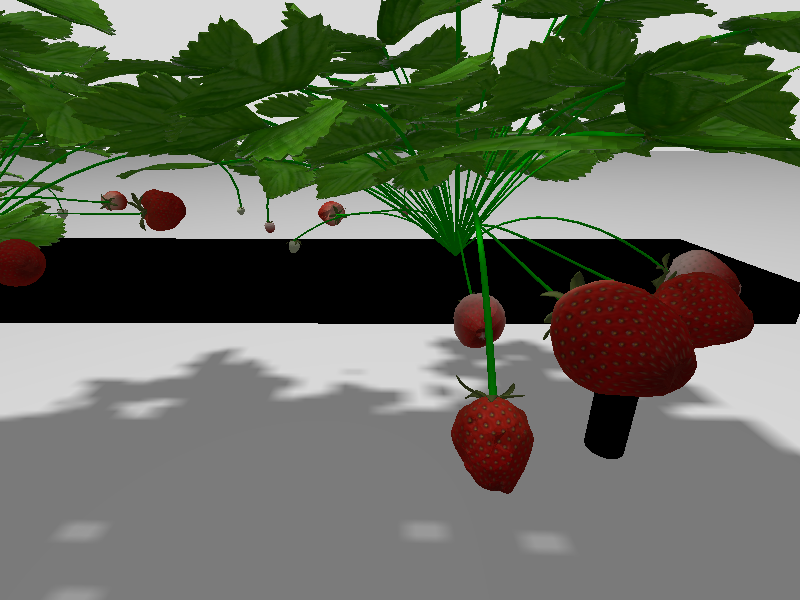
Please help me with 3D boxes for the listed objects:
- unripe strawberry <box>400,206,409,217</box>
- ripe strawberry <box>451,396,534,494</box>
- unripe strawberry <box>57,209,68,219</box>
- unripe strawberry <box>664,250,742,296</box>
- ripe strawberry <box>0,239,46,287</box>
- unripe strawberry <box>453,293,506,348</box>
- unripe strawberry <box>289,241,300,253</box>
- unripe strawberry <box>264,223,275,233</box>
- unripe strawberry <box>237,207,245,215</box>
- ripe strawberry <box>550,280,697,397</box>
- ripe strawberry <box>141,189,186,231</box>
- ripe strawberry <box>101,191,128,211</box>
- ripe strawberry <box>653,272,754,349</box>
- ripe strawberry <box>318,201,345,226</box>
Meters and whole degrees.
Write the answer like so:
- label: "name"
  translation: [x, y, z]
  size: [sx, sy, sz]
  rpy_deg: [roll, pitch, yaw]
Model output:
- label: "unripe strawberry"
  translation: [0.006, -0.116, 0.522]
  size: [0.013, 0.014, 0.015]
  rpy_deg: [-5, 23, -13]
- label: "ripe strawberry"
  translation: [0.028, 0.043, 0.120]
  size: [0.024, 0.027, 0.028]
  rpy_deg: [2, -19, 5]
- label: "unripe strawberry"
  translation: [-0.411, -0.104, 0.488]
  size: [0.010, 0.011, 0.011]
  rpy_deg: [-2, 22, -4]
- label: "unripe strawberry"
  translation: [0.186, -0.011, 0.245]
  size: [0.038, 0.037, 0.035]
  rpy_deg: [19, 29, 37]
- label: "ripe strawberry"
  translation: [-0.269, -0.025, 0.283]
  size: [0.035, 0.034, 0.032]
  rpy_deg: [16, 27, 27]
- label: "unripe strawberry"
  translation: [0.040, 0.012, 0.200]
  size: [0.026, 0.028, 0.028]
  rpy_deg: [1, 23, 3]
- label: "unripe strawberry"
  translation: [-0.098, -0.049, 0.370]
  size: [0.010, 0.012, 0.012]
  rpy_deg: [13, 22, -1]
- label: "unripe strawberry"
  translation: [-0.141, -0.078, 0.435]
  size: [0.011, 0.011, 0.011]
  rpy_deg: [9, 24, 22]
- label: "unripe strawberry"
  translation: [-0.209, -0.116, 0.526]
  size: [0.010, 0.010, 0.011]
  rpy_deg: [-20, 29, -40]
- label: "ripe strawberry"
  translation: [0.088, 0.016, 0.159]
  size: [0.052, 0.045, 0.052]
  rpy_deg: [-4, 23, -10]
- label: "ripe strawberry"
  translation: [-0.264, -0.101, 0.450]
  size: [0.044, 0.046, 0.040]
  rpy_deg: [-16, 27, -35]
- label: "ripe strawberry"
  translation: [-0.409, -0.143, 0.576]
  size: [0.032, 0.028, 0.033]
  rpy_deg: [-1, 22, -2]
- label: "ripe strawberry"
  translation: [0.144, 0.007, 0.193]
  size: [0.043, 0.039, 0.039]
  rpy_deg: [-12, 25, -26]
- label: "ripe strawberry"
  translation: [-0.083, -0.104, 0.479]
  size: [0.029, 0.029, 0.032]
  rpy_deg: [20, 29, 41]
